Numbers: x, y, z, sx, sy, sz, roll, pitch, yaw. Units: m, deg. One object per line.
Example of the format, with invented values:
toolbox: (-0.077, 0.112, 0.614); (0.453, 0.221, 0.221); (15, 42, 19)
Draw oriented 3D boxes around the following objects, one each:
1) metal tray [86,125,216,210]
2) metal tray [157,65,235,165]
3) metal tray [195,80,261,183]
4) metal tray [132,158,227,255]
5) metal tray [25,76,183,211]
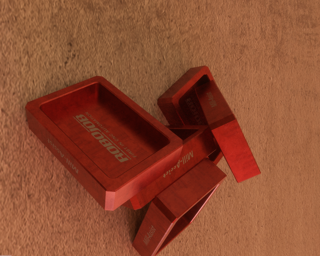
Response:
metal tray: (-0.009, 0.037, 0.358); (0.131, 0.090, 0.030); (-31, 110, -36)
metal tray: (0.061, -0.014, 0.456); (0.090, 0.030, 0.130); (-46, 118, -30)
metal tray: (0.085, -0.001, 0.407); (0.090, 0.030, 0.130); (59, 12, -24)
metal tray: (0.020, 0.100, 0.368); (0.091, 0.030, 0.129); (-31, 154, -35)
metal tray: (-0.055, 0.006, 0.300); (0.091, 0.130, 0.030); (-31, 148, -36)
